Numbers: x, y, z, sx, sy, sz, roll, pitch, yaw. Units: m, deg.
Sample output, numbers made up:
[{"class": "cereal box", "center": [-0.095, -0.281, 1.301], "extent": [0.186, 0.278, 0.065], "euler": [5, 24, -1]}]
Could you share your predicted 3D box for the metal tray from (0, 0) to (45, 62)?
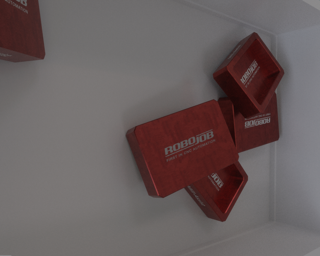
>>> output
[{"class": "metal tray", "center": [-0.134, -0.103, 0.235], "extent": [0.030, 0.130, 0.089], "euler": [-6, 95, 3]}]

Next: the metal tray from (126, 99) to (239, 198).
[{"class": "metal tray", "center": [0.032, 0.024, 0.401], "extent": [0.131, 0.030, 0.090], "euler": [-20, 88, -27]}]

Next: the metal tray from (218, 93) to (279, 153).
[{"class": "metal tray", "center": [0.156, -0.013, 0.534], "extent": [0.131, 0.030, 0.089], "euler": [-11, 97, -39]}]

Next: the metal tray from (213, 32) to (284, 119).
[{"class": "metal tray", "center": [0.147, -0.087, 0.498], "extent": [0.090, 0.030, 0.131], "euler": [50, 51, -11]}]

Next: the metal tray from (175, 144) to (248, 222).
[{"class": "metal tray", "center": [0.077, 0.066, 0.467], "extent": [0.090, 0.030, 0.130], "euler": [-52, 120, -27]}]
